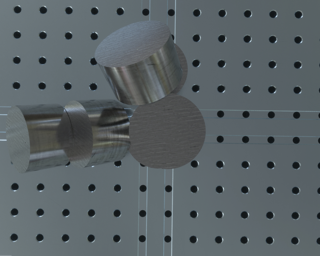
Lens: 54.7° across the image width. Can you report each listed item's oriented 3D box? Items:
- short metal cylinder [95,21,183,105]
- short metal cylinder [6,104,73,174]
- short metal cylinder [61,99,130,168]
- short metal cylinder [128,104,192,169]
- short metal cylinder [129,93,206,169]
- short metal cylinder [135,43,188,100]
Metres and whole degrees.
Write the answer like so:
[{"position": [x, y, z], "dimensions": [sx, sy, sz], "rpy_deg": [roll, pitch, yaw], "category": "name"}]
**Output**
[{"position": [-0.021, -0.070, 0.329], "dimensions": [0.080, 0.080, 0.050], "rpy_deg": [-24, 133, 0], "category": "short metal cylinder"}, {"position": [-0.148, 0.011, 0.378], "dimensions": [0.050, 0.080, 0.080], "rpy_deg": [-8, 90, -42], "category": "short metal cylinder"}, {"position": [-0.080, 0.005, 0.378], "dimensions": [0.050, 0.080, 0.080], "rpy_deg": [-7, 90, -42], "category": "short metal cylinder"}, {"position": [-0.002, 0.009, 0.400], "dimensions": [0.081, 0.050, 0.079], "rpy_deg": [0, 90, 0], "category": "short metal cylinder"}, {"position": [0.008, 0.003, 0.349], "dimensions": [0.081, 0.050, 0.079], "rpy_deg": [0, 90, 0], "category": "short metal cylinder"}, {"position": [-0.006, -0.071, 0.400], "dimensions": [0.081, 0.050, 0.079], "rpy_deg": [0, 90, 0], "category": "short metal cylinder"}]
